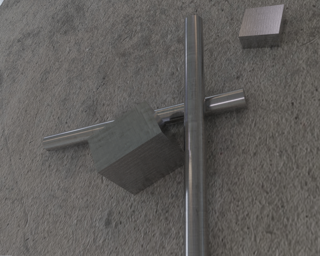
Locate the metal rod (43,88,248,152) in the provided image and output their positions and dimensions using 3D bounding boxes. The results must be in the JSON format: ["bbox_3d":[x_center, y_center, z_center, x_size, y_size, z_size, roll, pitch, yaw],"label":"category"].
[{"bbox_3d":[-0.035,-0.006,0.425,0.300,0.025,0.025,-12,57,21],"label":"metal rod"}]

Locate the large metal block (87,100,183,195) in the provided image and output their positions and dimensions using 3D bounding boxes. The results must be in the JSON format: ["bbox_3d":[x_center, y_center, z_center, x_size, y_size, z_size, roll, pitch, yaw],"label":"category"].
[{"bbox_3d":[-0.024,0.026,0.365,0.080,0.080,0.050,-33,52,7],"label":"large metal block"}]

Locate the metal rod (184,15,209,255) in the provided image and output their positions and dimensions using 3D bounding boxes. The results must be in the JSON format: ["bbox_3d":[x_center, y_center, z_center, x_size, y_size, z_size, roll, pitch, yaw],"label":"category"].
[{"bbox_3d":[0.040,-0.003,0.357,0.025,0.025,0.299,-8,66,24],"label":"metal rod"}]

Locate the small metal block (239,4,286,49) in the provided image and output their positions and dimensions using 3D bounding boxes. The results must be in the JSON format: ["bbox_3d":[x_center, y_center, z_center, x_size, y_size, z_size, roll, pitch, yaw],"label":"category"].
[{"bbox_3d":[0.138,-0.135,0.415,0.050,0.025,0.050,4,64,30],"label":"small metal block"}]
